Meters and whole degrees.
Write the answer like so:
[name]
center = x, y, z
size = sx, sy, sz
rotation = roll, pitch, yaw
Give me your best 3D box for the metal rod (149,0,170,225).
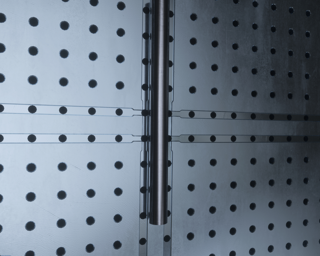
[metal rod]
center = -0.001, -0.024, 0.412
size = 0.025, 0.025, 0.298
rotation = 1, 90, -20
